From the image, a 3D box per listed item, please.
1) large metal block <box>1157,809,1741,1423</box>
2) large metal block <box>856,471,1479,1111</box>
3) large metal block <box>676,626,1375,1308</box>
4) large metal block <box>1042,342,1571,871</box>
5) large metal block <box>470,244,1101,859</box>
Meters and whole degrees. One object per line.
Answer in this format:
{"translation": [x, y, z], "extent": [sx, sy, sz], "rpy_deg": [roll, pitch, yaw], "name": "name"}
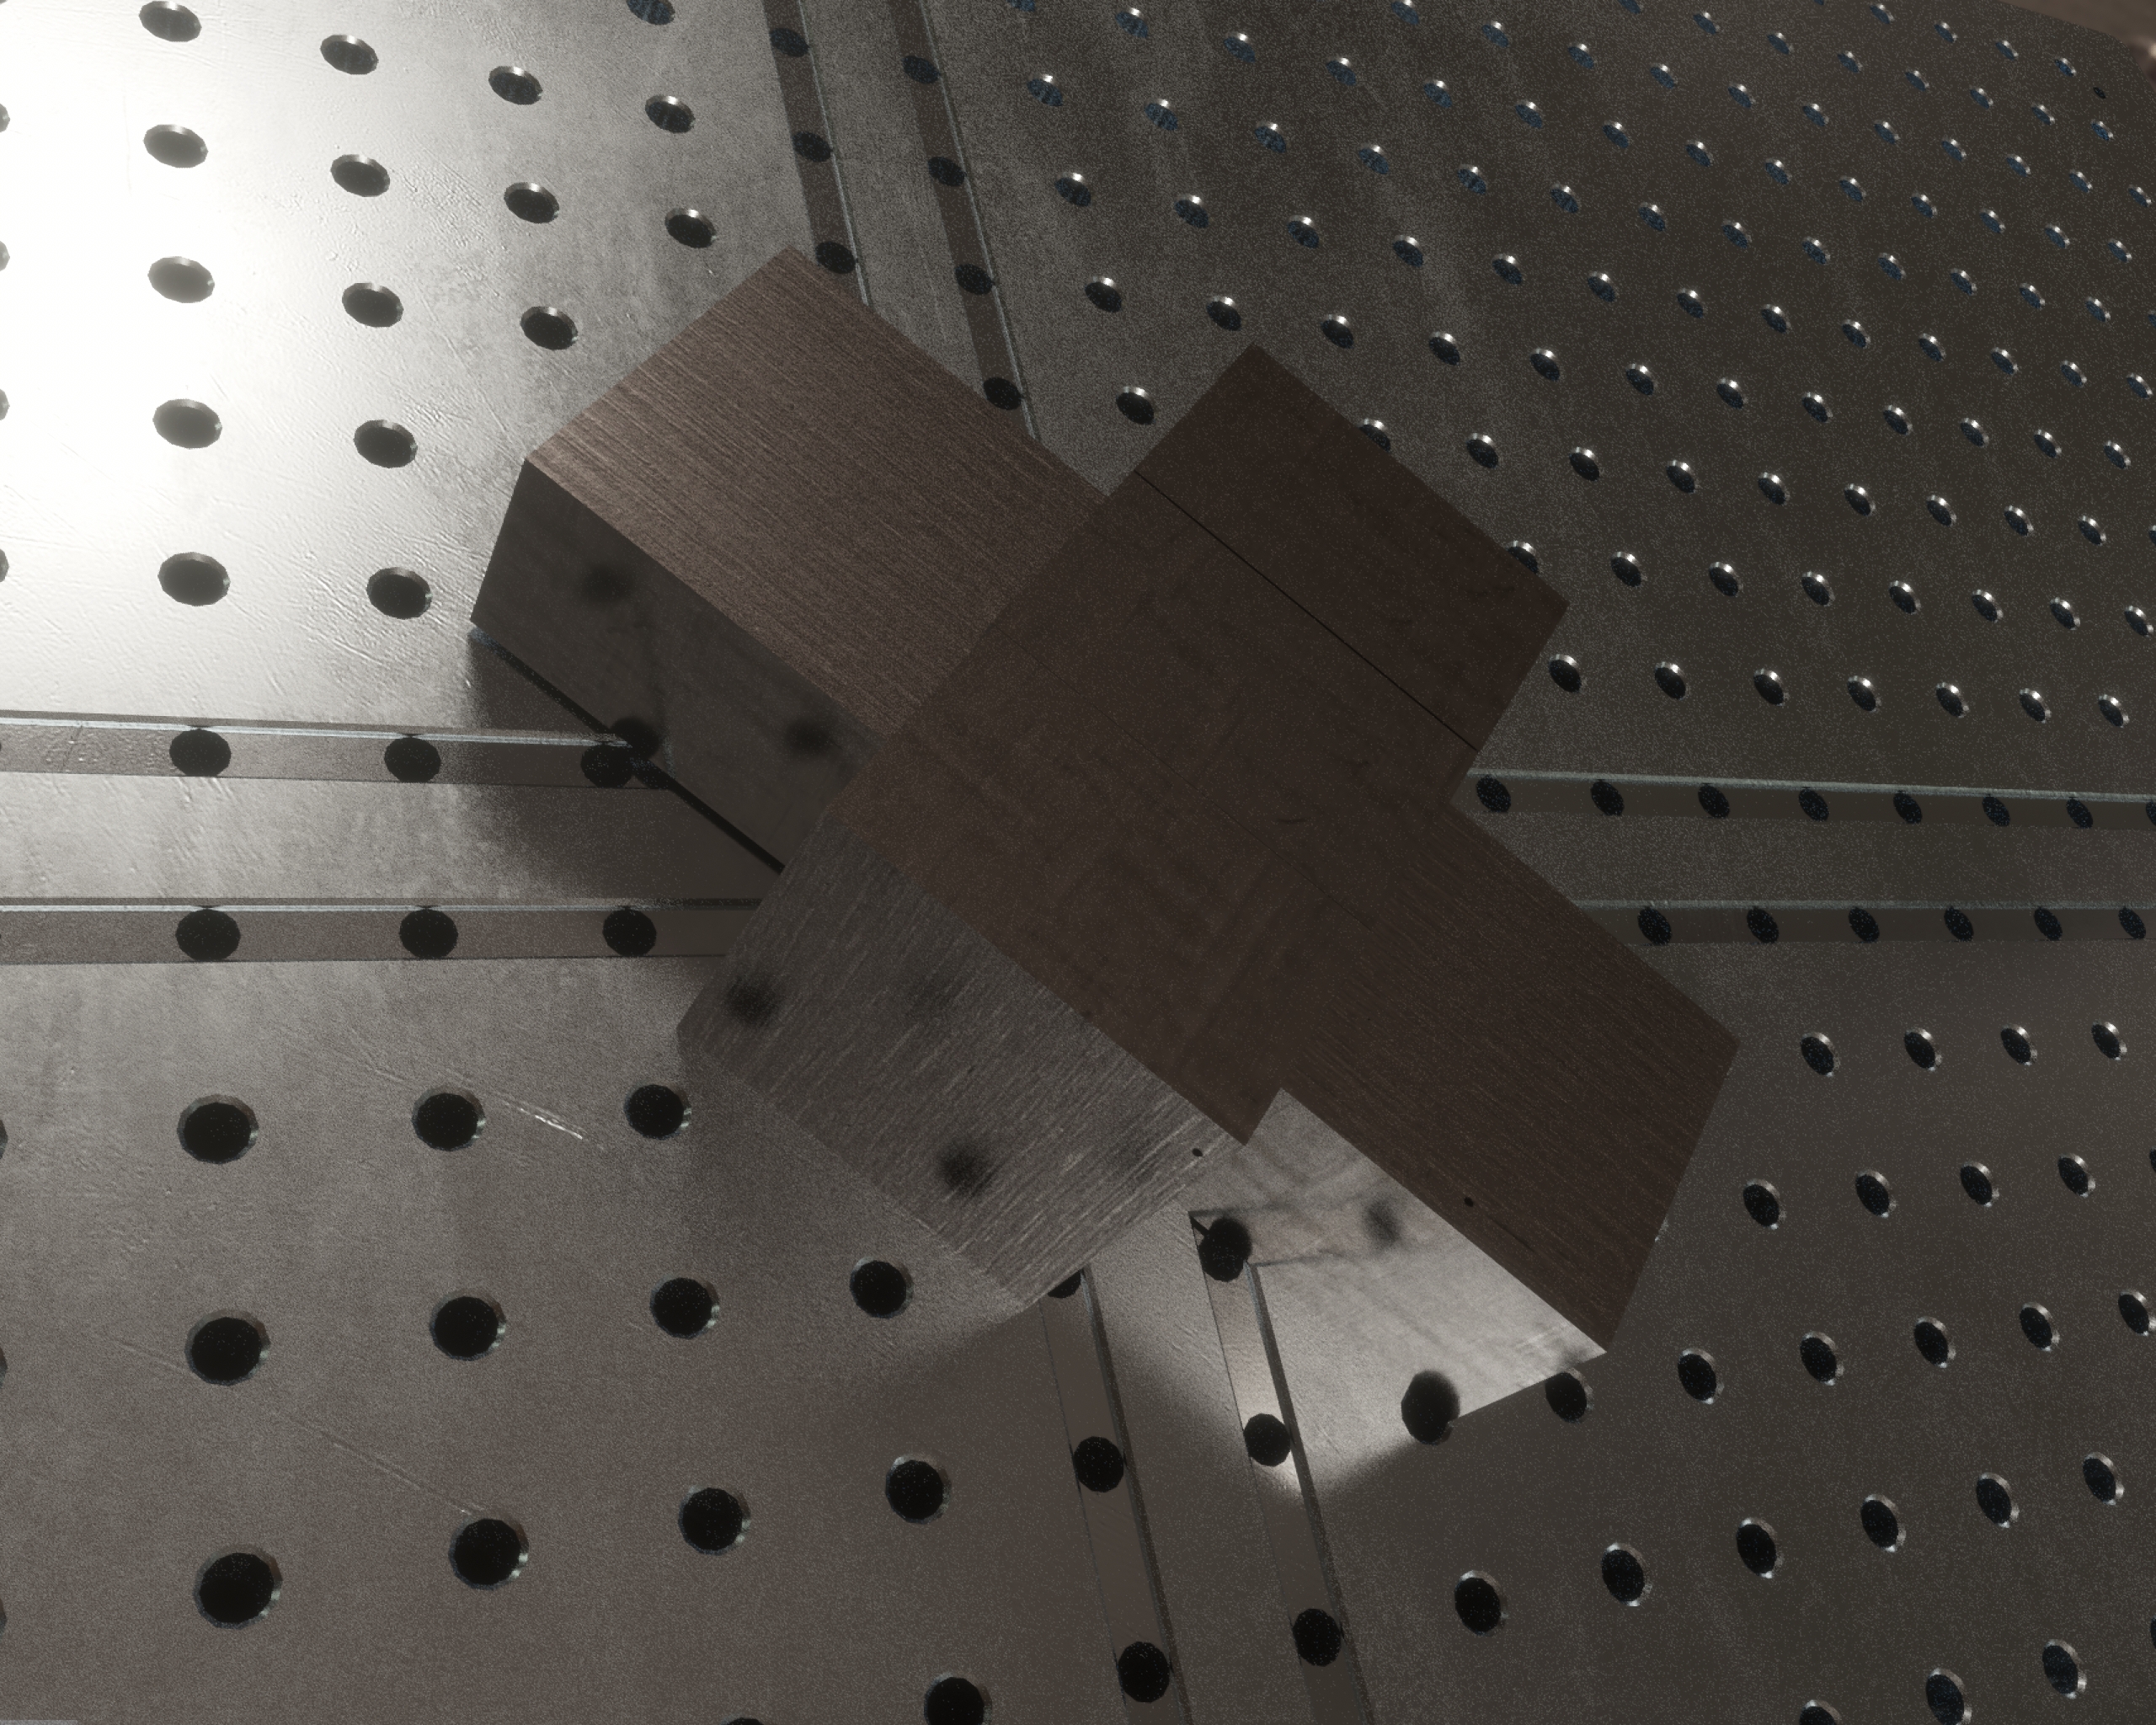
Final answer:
{"translation": [0.070, 0.046, 0.403], "extent": [0.080, 0.050, 0.080], "rpy_deg": [39, 52, -2], "name": "large metal block"}
{"translation": [0.012, -0.011, 0.388], "extent": [0.080, 0.080, 0.050], "rpy_deg": [39, 51, -2], "name": "large metal block"}
{"translation": [-0.011, 0.021, 0.356], "extent": [0.080, 0.080, 0.050], "rpy_deg": [39, 51, -2], "name": "large metal block"}
{"translation": [0.036, -0.042, 0.420], "extent": [0.080, 0.080, 0.050], "rpy_deg": [39, 51, -2], "name": "large metal block"}
{"translation": [-0.053, -0.057, 0.396], "extent": [0.080, 0.050, 0.080], "rpy_deg": [38, 52, -3], "name": "large metal block"}
